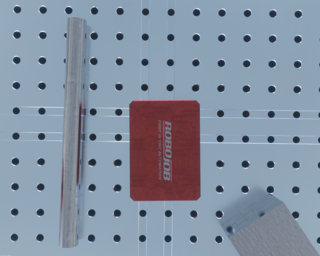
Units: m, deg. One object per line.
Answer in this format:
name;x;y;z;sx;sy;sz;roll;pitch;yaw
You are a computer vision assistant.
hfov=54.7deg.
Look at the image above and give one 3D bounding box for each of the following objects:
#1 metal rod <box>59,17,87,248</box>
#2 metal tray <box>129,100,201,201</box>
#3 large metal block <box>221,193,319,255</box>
metal rod;-0.116;0.006;0.412;0.025;0.025;0.298;2;90;0
metal tray;0.006;0.029;0.411;0.091;0.030;0.129;0;90;0
large metal block;0.139;0.145;0.402;0.080;0.050;0.080;-34;90;0
